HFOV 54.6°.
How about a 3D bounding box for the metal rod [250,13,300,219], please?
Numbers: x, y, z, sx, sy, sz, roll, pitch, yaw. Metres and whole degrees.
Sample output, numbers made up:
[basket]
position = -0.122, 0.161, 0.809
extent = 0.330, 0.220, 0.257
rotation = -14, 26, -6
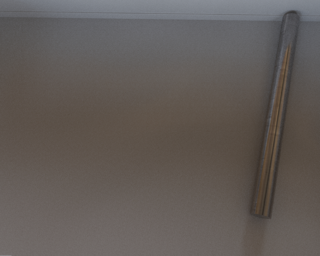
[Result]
[metal rod]
position = 0.160, -0.030, 0.421
extent = 0.025, 0.025, 0.300
rotation = 14, 71, 5
